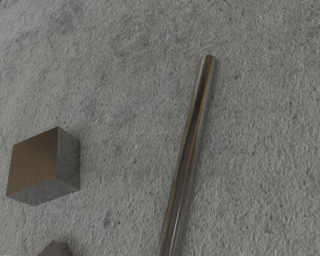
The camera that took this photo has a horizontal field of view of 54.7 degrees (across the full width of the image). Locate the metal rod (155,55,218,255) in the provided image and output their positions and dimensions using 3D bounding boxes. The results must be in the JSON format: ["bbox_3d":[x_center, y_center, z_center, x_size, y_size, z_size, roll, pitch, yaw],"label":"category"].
[{"bbox_3d":[0.032,0.040,0.361,0.025,0.025,0.300,1,62,28],"label":"metal rod"}]

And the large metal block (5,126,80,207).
[{"bbox_3d":[-0.161,0.055,0.436,0.080,0.050,0.080,-21,54,15],"label":"large metal block"}]

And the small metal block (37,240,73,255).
[{"bbox_3d":[-0.126,0.170,0.363,0.050,0.025,0.050,-46,51,-4],"label":"small metal block"}]
